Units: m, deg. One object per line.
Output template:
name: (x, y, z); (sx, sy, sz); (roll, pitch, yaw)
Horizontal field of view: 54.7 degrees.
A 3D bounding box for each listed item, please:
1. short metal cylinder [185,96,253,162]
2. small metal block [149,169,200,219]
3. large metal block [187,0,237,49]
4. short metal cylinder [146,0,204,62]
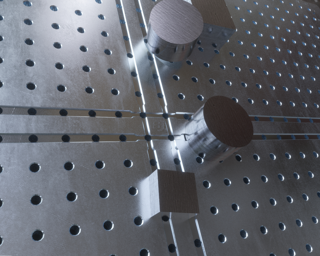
short metal cylinder: (0.082, 0.002, 0.435); (0.081, 0.050, 0.080); (14, 56, -21)
small metal block: (0.016, 0.079, 0.368); (0.050, 0.025, 0.050); (10, 58, -23)
large metal block: (0.078, -0.194, 0.552); (0.081, 0.050, 0.080); (2, 61, -28)
short metal cylinder: (0.021, -0.150, 0.479); (0.081, 0.050, 0.080); (3, 71, -8)
